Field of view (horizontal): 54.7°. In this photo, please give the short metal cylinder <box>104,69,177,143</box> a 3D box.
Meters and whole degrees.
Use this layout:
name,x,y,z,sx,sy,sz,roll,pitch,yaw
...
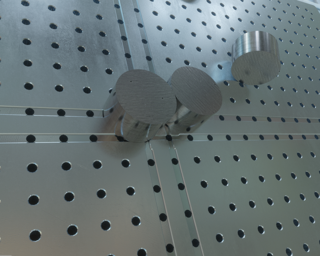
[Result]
name,x,y,z,sx,sy,sz,roll,pitch,yaw
short metal cylinder,-0.026,-0.028,0.396,0.081,0.050,0.080,14,56,-21

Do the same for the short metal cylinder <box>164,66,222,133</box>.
name,x,y,z,sx,sy,sz,roll,pitch,yaw
short metal cylinder,0.040,-0.040,0.440,0.081,0.050,0.080,14,56,-21

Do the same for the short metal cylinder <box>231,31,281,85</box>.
name,x,y,z,sx,sy,sz,roll,pitch,yaw
short metal cylinder,0.165,-0.120,0.538,0.080,0.080,0.050,21,54,-16
